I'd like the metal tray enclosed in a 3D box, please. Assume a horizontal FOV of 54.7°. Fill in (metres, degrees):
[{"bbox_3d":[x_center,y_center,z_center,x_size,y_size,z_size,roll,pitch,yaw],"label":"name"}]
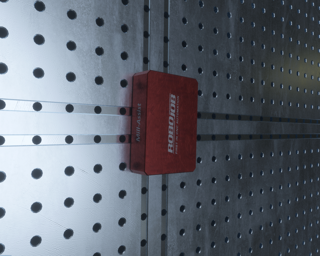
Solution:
[{"bbox_3d":[0.008,-0.005,0.414,0.091,0.030,0.129,3,88,-40],"label":"metal tray"}]
